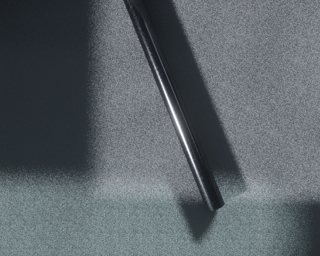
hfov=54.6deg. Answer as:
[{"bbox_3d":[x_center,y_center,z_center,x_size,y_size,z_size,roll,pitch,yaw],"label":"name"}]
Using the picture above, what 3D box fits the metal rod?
[{"bbox_3d":[0.019,-0.034,0.411,0.025,0.025,0.299,-22,90,0],"label":"metal rod"}]
